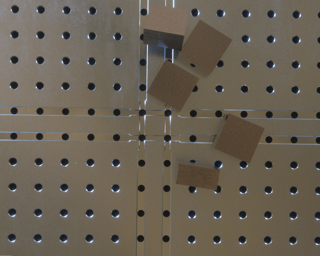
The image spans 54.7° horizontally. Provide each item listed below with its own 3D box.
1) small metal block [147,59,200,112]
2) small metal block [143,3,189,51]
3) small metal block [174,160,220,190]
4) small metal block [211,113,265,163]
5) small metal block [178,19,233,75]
[{"bbox_3d":[0.017,-0.055,0.414,0.050,0.025,0.050,30,90,-1],"label":"small metal block"},{"bbox_3d":[0.008,-0.131,0.402,0.050,0.025,0.050,10,58,1],"label":"small metal block"},{"bbox_3d":[0.046,0.059,0.402,0.050,0.050,0.025,9,90,-1],"label":"small metal block"},{"bbox_3d":[0.103,0.013,0.415,0.050,0.025,0.050,23,90,-1],"label":"small metal block"},{"bbox_3d":[0.060,-0.107,0.414,0.050,0.025,0.050,32,90,-1],"label":"small metal block"}]
